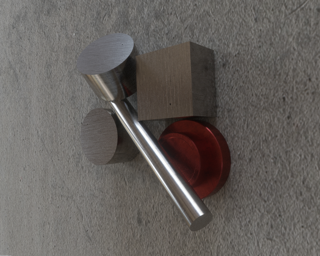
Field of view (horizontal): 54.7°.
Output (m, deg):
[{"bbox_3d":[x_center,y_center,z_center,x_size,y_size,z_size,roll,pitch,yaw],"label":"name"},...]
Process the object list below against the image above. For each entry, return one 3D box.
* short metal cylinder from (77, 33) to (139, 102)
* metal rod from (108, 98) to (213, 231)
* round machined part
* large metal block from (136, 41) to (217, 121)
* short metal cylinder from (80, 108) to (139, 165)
[{"bbox_3d":[-0.063,-0.082,0.418,0.080,0.050,0.080,-11,50,14],"label":"short metal cylinder"},{"bbox_3d":[-0.030,0.000,0.387,0.025,0.025,0.300,-60,43,23],"label":"metal rod"},{"bbox_3d":[0.030,0.038,0.369,0.098,0.042,0.097,0,90,40],"label":"round machined part"},{"bbox_3d":[0.019,-0.051,0.372,0.080,0.050,0.080,-4,88,40],"label":"large metal block"},{"bbox_3d":[-0.070,0.012,0.449,0.080,0.050,0.080,0,90,40],"label":"short metal cylinder"}]
